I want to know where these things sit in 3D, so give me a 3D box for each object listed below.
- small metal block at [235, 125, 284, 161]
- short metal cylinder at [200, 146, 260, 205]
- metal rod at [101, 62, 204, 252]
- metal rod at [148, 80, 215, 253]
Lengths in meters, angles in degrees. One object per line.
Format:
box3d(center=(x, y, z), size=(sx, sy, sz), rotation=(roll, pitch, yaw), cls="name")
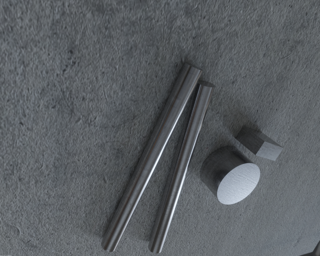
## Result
box3d(center=(0.157, 0.024, 0.491), size=(0.050, 0.050, 0.025), rotation=(17, 110, -35), cls="small metal block")
box3d(center=(0.112, 0.075, 0.499), size=(0.081, 0.050, 0.079), rotation=(-14, 124, -21), cls="short metal cylinder")
box3d(center=(-0.018, 0.052, 0.428), size=(0.025, 0.025, 0.298), rotation=(13, 112, -34), cls="metal rod")
box3d(center=(0.026, 0.073, 0.466), size=(0.025, 0.025, 0.298), rotation=(0, 119, -29), cls="metal rod")
